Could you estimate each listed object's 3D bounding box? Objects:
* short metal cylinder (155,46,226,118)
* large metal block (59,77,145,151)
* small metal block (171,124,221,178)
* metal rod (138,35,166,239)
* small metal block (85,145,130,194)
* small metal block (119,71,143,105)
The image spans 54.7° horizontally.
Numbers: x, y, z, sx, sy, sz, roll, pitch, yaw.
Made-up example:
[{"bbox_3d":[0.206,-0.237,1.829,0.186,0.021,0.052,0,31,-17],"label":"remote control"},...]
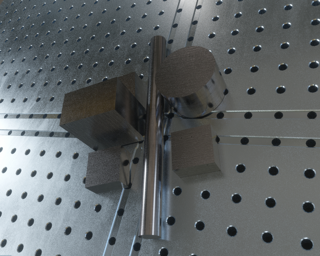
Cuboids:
[{"bbox_3d":[0.040,-0.060,0.406,0.080,0.050,0.080,-13,56,20],"label":"short metal cylinder"},{"bbox_3d":[-0.073,-0.015,0.417,0.080,0.080,0.050,-14,56,20],"label":"large metal block"},{"bbox_3d":[0.042,0.027,0.368,0.050,0.025,0.050,-14,56,20],"label":"small metal block"},{"bbox_3d":[-0.007,-0.009,0.416,0.025,0.025,0.299,-12,57,21],"label":"metal rod"},{"bbox_3d":[-0.068,0.055,0.409,0.050,0.025,0.050,-14,56,19],"label":"small metal block"},{"bbox_3d":[-0.054,-0.051,0.466,0.050,0.025,0.050,-16,55,18],"label":"small metal block"}]
